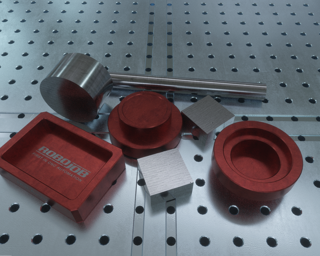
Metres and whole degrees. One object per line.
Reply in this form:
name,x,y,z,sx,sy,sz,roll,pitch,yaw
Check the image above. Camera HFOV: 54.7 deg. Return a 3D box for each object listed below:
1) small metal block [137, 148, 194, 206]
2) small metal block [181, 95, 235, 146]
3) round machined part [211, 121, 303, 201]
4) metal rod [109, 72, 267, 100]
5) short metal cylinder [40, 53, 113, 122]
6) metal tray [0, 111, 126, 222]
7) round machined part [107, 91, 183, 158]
small metal block,0.005,0.056,0.361,0.050,0.025,0.050,-15,52,-12
small metal block,0.063,-0.011,0.418,0.050,0.025,0.050,-31,57,-24
round machined part,0.109,0.041,0.363,0.099,0.042,0.098,0,50,0
metal rod,0.002,-0.066,0.462,0.302,0.025,0.025,5,50,4
short metal cylinder,-0.110,-0.053,0.415,0.080,0.080,0.050,14,51,11
metal tray,-0.119,0.040,0.369,0.130,0.030,0.090,24,54,19
round machined part,-0.019,-0.011,0.405,0.099,0.042,0.098,0,47,0
